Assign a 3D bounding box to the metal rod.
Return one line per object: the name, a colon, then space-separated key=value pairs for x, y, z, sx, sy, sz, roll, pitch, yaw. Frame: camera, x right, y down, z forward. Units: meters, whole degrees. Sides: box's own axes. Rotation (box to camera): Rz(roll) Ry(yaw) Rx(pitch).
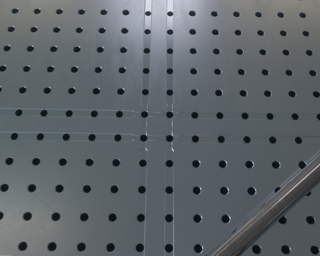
metal rod: x=0.113 y=0.117 z=0.369 sx=0.301 sy=0.025 sz=0.025 roll=-37 pitch=74 yaw=-13
